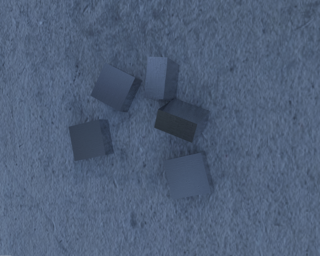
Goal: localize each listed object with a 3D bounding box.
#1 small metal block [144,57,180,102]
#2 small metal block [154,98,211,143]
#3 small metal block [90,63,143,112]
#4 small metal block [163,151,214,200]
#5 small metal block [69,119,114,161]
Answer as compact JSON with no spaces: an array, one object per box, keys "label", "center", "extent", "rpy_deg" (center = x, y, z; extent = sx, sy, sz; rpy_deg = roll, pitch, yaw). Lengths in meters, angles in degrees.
[{"label":"small metal block","center":[0.003,-0.060,0.394],"extent":[0.025,0.050,0.050],"rpy_deg":[7,92,20]},{"label":"small metal block","center":[0.028,-0.011,0.382],"extent":[0.050,0.050,0.025],"rpy_deg":[22,118,18]},{"label":"small metal block","center":[-0.060,-0.056,0.429],"extent":[0.050,0.025,0.050],"rpy_deg":[29,99,17]},{"label":"small metal block","center":[0.037,0.060,0.395],"extent":[0.050,0.025,0.050],"rpy_deg":[-15,85,19]},{"label":"small metal block","center":[-0.098,0.017,0.442],"extent":[0.050,0.025,0.050],"rpy_deg":[-12,86,19]}]
